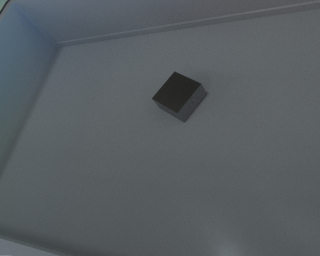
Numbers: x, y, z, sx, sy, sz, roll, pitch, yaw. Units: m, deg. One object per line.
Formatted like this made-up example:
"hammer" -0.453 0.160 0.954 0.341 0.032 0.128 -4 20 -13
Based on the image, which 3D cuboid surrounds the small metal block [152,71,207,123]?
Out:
"small metal block" 0.026 -0.043 0.419 0.050 0.025 0.050 33 80 38
